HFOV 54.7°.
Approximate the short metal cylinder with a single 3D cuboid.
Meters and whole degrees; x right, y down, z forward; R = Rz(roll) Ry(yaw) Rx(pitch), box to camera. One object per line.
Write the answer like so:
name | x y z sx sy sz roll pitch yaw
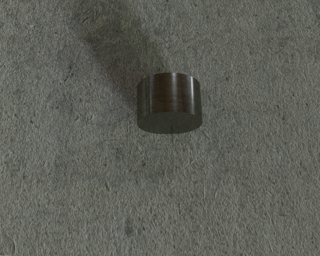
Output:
short metal cylinder | 0.012 -0.028 0.391 0.081 0.080 0.050 -1 70 -1
